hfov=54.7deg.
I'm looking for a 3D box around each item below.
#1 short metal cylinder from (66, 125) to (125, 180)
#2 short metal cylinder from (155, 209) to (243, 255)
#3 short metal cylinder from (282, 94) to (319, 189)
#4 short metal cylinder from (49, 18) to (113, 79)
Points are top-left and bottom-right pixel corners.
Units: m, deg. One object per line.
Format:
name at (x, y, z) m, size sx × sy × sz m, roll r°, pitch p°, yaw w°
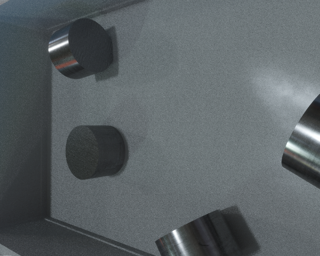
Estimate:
short metal cylinder at (-0.099, 0.036, 0.473) m, size 0.080 × 0.050 × 0.080 m, roll 0°, pitch 90°, yaw 40°
short metal cylinder at (0.042, 0.130, 0.337) m, size 0.080 × 0.081 × 0.050 m, roll -41°, pitch 65°, yaw 32°
short metal cylinder at (0.145, 0.012, 0.251) m, size 0.050 × 0.081 × 0.079 m, roll 35°, pitch 112°, yaw 34°
short metal cylinder at (-0.118, -0.118, 0.469) m, size 0.050 × 0.081 × 0.080 m, roll -7°, pitch 85°, yaw 40°
